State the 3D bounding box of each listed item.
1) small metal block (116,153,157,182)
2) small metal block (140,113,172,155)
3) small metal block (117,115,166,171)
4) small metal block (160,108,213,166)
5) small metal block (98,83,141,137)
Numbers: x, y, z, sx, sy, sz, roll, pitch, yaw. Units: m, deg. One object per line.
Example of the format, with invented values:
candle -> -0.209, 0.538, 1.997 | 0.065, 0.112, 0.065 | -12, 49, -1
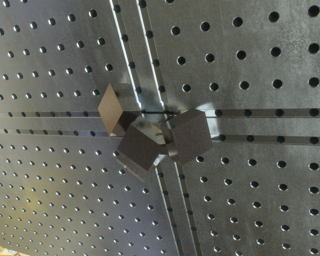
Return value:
small metal block -> -0.034, 0.052, 0.446 | 0.050, 0.025, 0.050 | 38, 166, 2
small metal block -> -0.007, 0.008, 0.420 | 0.050, 0.025, 0.050 | 1, 122, 27
small metal block -> -0.021, 0.020, 0.403 | 0.050, 0.025, 0.050 | 35, 129, 4
small metal block -> 0.034, 0.010, 0.381 | 0.025, 0.050, 0.050 | 24, 136, 56
small metal block -> -0.055, -0.024, 0.410 | 0.050, 0.025, 0.050 | -55, 50, 39
